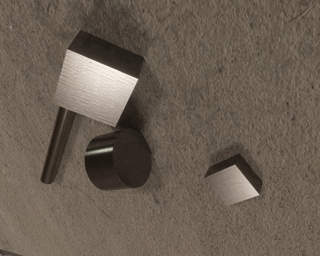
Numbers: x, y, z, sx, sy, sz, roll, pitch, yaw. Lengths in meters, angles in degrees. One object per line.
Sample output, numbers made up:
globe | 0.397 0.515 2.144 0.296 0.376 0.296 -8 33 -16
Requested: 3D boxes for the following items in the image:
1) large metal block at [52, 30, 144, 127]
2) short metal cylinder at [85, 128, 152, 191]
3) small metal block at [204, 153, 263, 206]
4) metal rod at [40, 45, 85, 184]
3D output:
large metal block | -0.075 -0.058 0.376 0.080 0.050 0.079 22 130 -12
short metal cylinder | -0.056 0.044 0.426 0.050 0.080 0.080 -13 112 33
small metal block | 0.094 0.067 0.398 0.050 0.025 0.050 -33 100 38
metal rod | -0.149 -0.008 0.477 0.025 0.025 0.298 34 129 5
